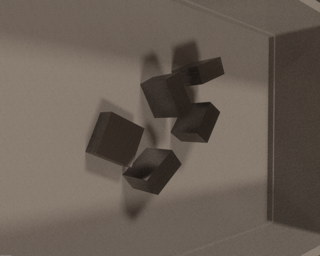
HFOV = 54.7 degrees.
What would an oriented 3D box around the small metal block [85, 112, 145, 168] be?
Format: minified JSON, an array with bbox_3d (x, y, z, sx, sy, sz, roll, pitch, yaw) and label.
[{"bbox_3d":[-0.052,0.014,0.365,0.050,0.025,0.050,29,72,-37],"label":"small metal block"}]

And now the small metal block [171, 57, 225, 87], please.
[{"bbox_3d":[0.054,-0.078,0.437,0.050,0.050,0.025,-28,108,-37],"label":"small metal block"}]

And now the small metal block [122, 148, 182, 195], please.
[{"bbox_3d":[-0.010,0.052,0.384,0.050,0.050,0.025,-48,119,-29],"label":"small metal block"}]

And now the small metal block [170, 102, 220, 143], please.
[{"bbox_3d":[0.049,-0.008,0.434,0.025,0.050,0.050,40,66,-33],"label":"small metal block"}]

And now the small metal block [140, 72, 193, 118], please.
[{"bbox_3d":[0.008,-0.041,0.399,0.025,0.050,0.050,-36,113,-34],"label":"small metal block"}]
